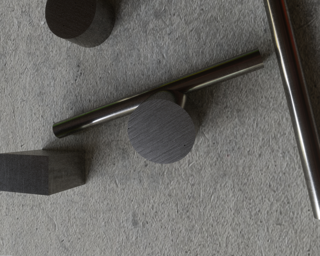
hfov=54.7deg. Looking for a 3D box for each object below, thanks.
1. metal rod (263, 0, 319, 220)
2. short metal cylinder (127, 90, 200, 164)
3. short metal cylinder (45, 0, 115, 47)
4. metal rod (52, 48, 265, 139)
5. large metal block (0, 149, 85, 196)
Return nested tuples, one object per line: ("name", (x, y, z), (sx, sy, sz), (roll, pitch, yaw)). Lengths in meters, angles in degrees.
("metal rod", (0.155, -0.048, 0.354), (0.025, 0.025, 0.298), (-13, 86, 19))
("short metal cylinder", (0.007, -0.003, 0.380), (0.080, 0.050, 0.079), (4, 110, 12))
("short metal cylinder", (-0.111, -0.158, 0.435), (0.080, 0.050, 0.079), (0, 90, 20))
("metal rod", (-0.016, -0.040, 0.414), (0.300, 0.025, 0.025), (-18, 84, 19))
("large metal block", (-0.163, 0.059, 0.437), (0.080, 0.080, 0.050), (0, 90, 20))
